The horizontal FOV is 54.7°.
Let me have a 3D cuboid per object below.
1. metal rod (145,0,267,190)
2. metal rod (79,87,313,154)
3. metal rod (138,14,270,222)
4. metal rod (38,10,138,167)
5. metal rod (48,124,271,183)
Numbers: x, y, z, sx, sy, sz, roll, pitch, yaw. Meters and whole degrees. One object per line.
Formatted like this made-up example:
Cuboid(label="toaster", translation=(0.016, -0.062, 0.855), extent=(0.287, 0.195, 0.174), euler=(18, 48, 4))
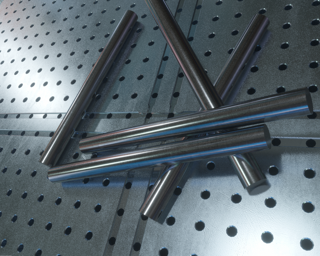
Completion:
Cuboid(label="metal rod", translation=(0.043, -0.066, 0.382), extent=(0.025, 0.025, 0.299), euler=(-29, 65, 10))
Cuboid(label="metal rod", translation=(0.013, 0.001, 0.360), extent=(0.300, 0.025, 0.025), euler=(-12, 56, 36))
Cuboid(label="metal rod", translation=(0.062, -0.023, 0.388), extent=(0.025, 0.025, 0.300), euler=(21, 73, 35))
Cuboid(label="metal rod", translation=(-0.110, -0.074, 0.509), extent=(0.025, 0.025, 0.300), euler=(12, 68, 33))
Cuboid(label="metal rod", translation=(-0.024, 0.037, 0.370), extent=(0.300, 0.025, 0.025), euler=(-13, 56, 30))
